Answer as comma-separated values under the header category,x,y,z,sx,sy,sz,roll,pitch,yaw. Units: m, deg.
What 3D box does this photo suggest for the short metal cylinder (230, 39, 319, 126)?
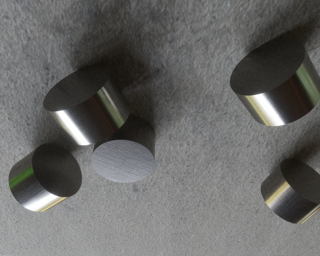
category,x,y,z,sx,sy,sz,roll,pitch,yaw
short metal cylinder,0.123,-0.049,0.332,0.080,0.080,0.050,-30,124,23

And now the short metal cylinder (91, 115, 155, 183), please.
category,x,y,z,sx,sy,sz,roll,pitch,yaw
short metal cylinder,-0.047,0.028,0.414,0.081,0.050,0.079,0,130,0

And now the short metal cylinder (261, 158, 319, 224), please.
category,x,y,z,sx,sy,sz,roll,pitch,yaw
short metal cylinder,0.197,0.091,0.452,0.081,0.080,0.050,16,128,-14

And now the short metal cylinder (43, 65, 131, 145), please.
category,x,y,z,sx,sy,sz,roll,pitch,yaw
short metal cylinder,-0.080,-0.027,0.347,0.080,0.080,0.050,-17,128,13

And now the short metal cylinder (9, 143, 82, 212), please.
category,x,y,z,sx,sy,sz,roll,pitch,yaw
short metal cylinder,-0.156,0.068,0.426,0.050,0.080,0.080,-32,124,24
